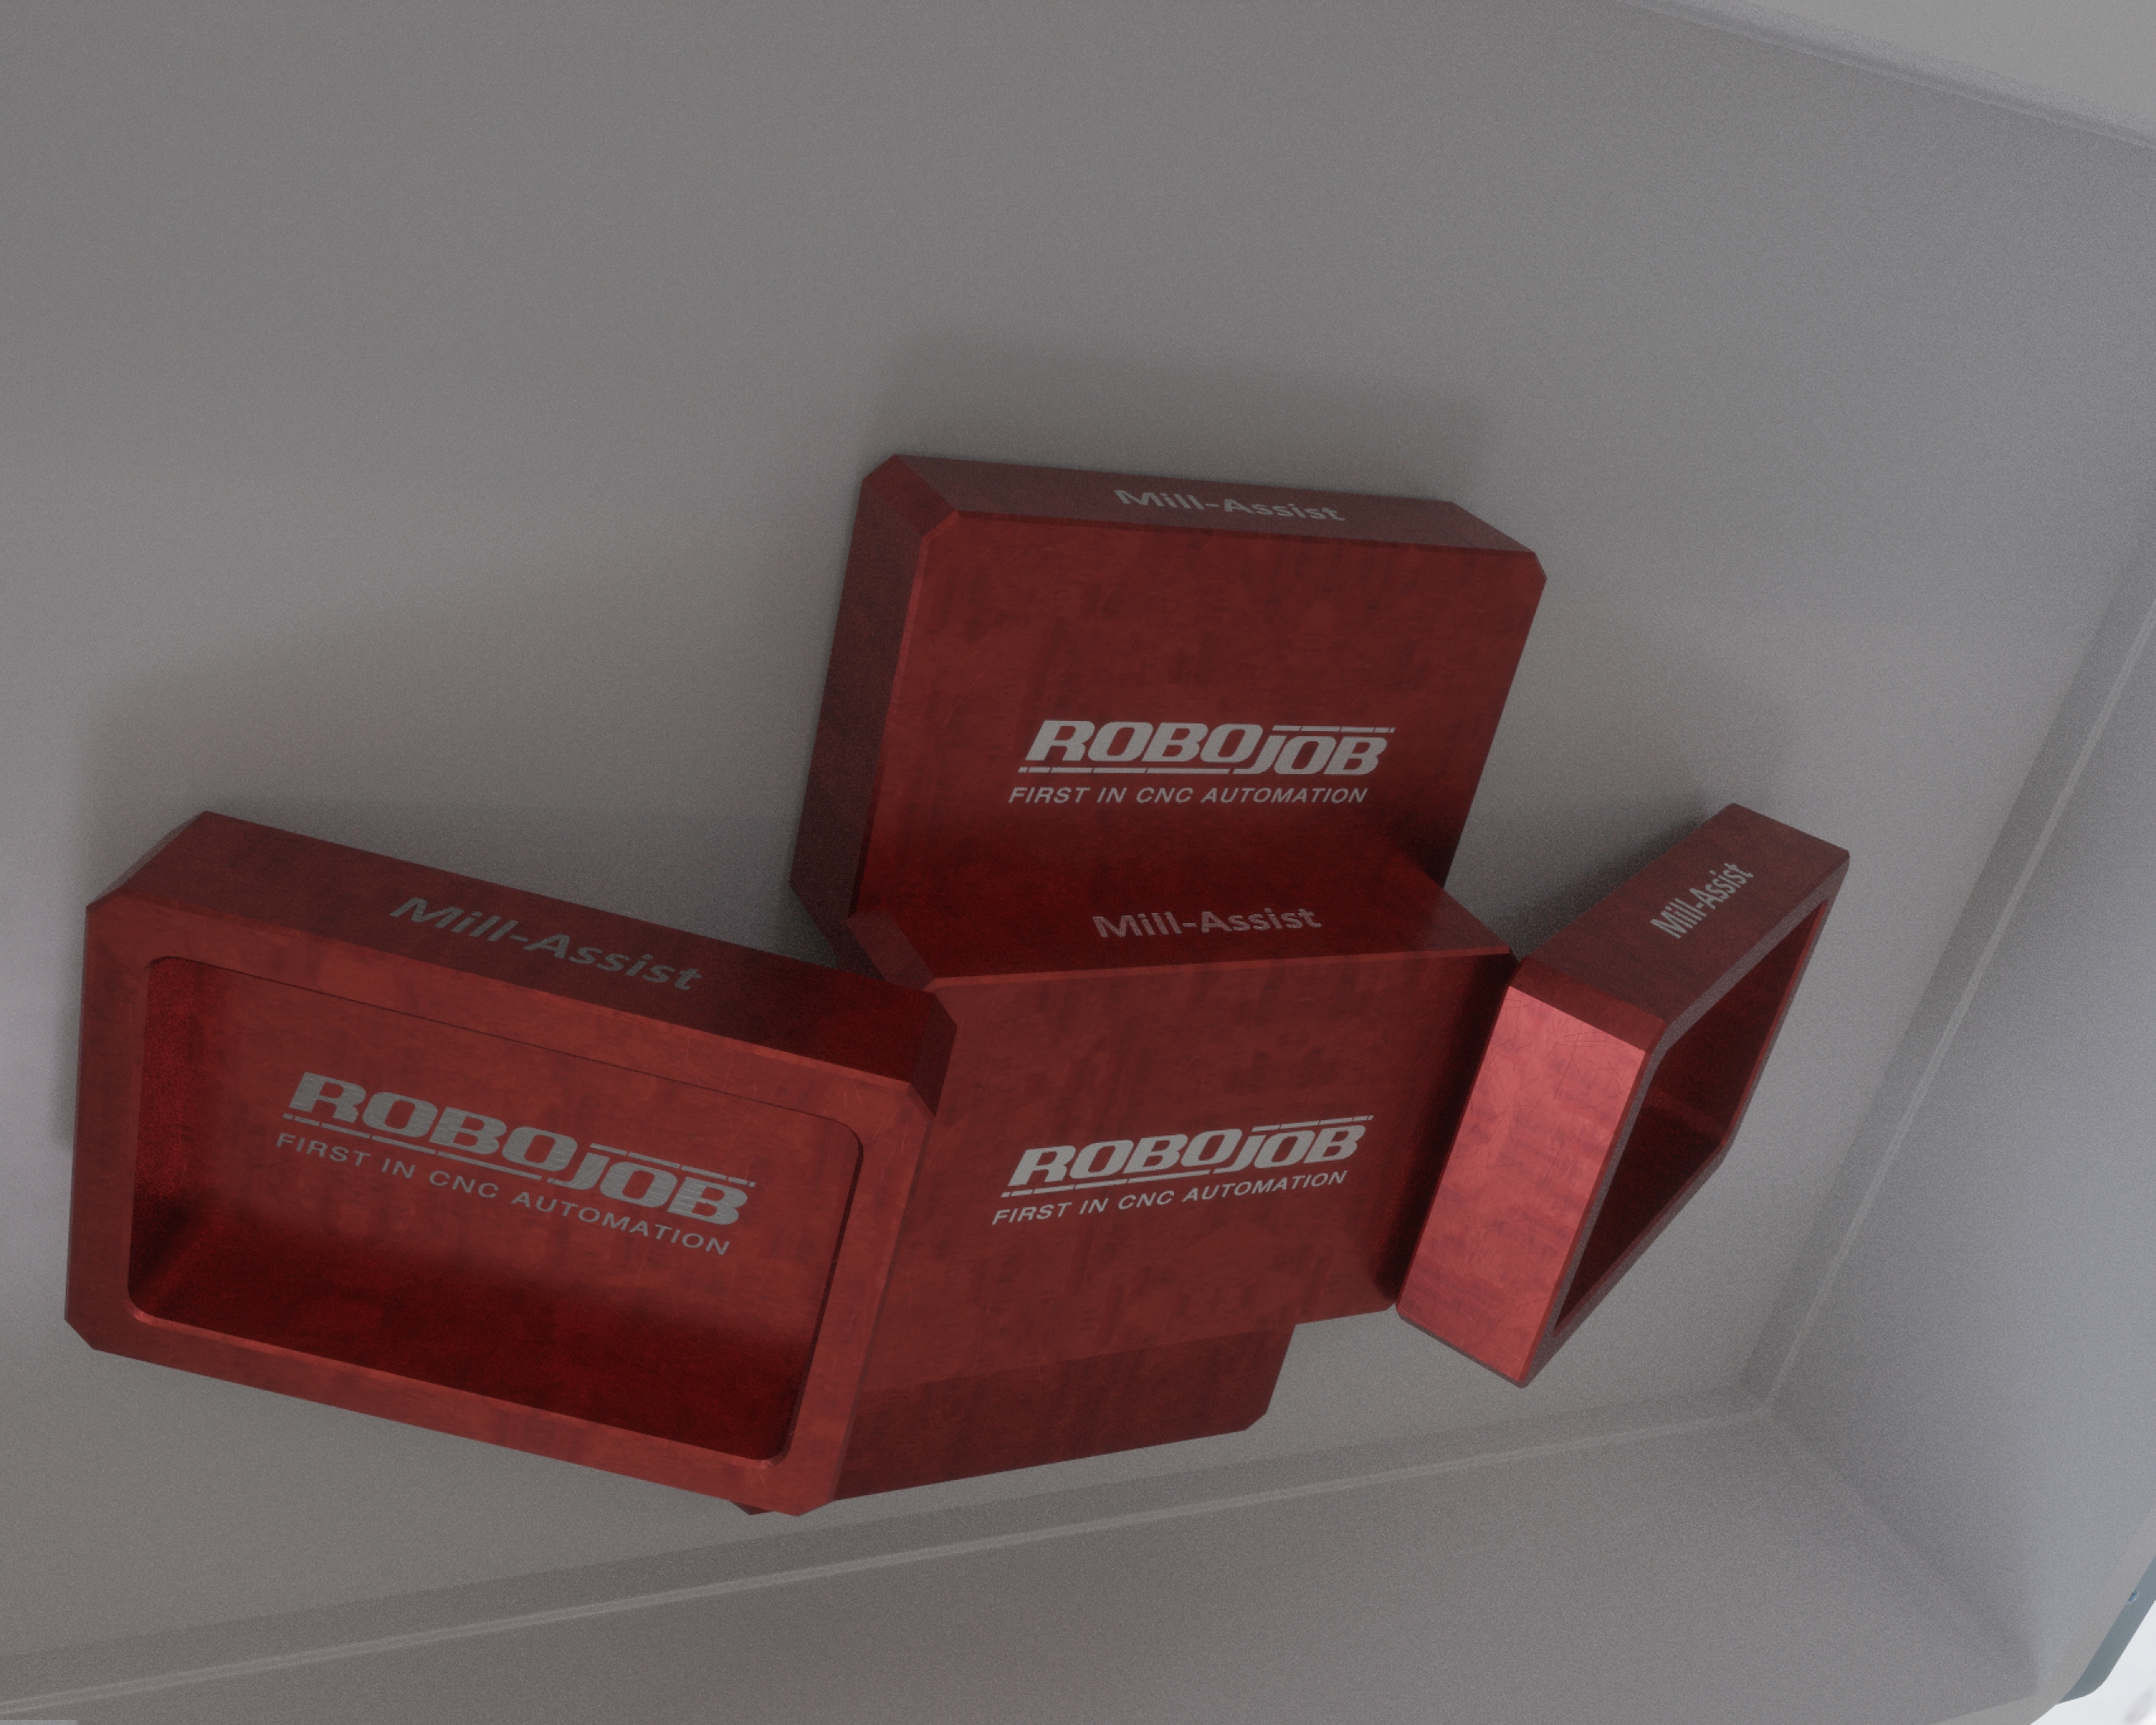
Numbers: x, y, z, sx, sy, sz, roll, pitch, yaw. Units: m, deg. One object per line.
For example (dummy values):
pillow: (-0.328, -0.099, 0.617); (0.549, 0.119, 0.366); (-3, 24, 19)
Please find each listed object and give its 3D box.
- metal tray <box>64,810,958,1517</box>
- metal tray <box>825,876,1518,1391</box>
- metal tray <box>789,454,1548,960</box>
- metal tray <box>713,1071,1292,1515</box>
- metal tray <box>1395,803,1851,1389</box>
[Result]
metal tray: (-0.094, 0.051, 0.344); (0.131, 0.030, 0.089); (14, 115, -3)
metal tray: (0.015, 0.050, 0.403); (0.131, 0.030, 0.089); (-2, 119, -28)
metal tray: (0.018, -0.025, 0.396); (0.131, 0.030, 0.089); (-1, 119, -29)
metal tray: (-0.011, 0.088, 0.450); (0.131, 0.030, 0.089); (-1, 119, -29)
metal tray: (0.122, 0.047, 0.458); (0.131, 0.030, 0.089); (-25, 135, -51)
